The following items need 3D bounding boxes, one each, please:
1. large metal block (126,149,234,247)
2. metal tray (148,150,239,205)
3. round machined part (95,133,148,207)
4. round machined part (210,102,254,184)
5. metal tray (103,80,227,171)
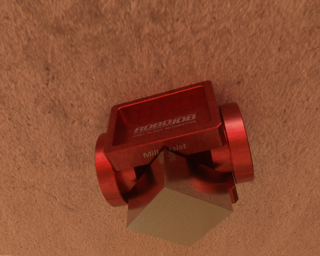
[{"bbox_3d":[0.019,0.079,0.339,0.080,0.050,0.080,23,126,-19],"label":"large metal block"},{"bbox_3d":[0.032,0.069,0.423,0.130,0.090,0.030,-13,129,10],"label":"metal tray"},{"bbox_3d":[-0.045,0.050,0.402,0.042,0.098,0.098,-12,129,10],"label":"round machined part"},{"bbox_3d":[0.082,0.020,0.379,0.042,0.098,0.098,-12,129,10],"label":"round machined part"},{"bbox_3d":[0.004,-0.005,0.363,0.130,0.090,0.030,-14,129,11],"label":"metal tray"}]
